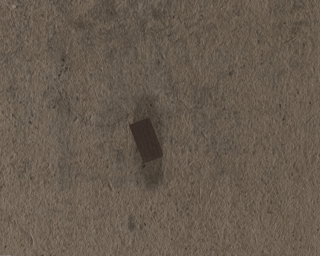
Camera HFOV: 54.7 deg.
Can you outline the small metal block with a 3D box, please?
[{"bbox_3d":[-0.017,0.015,0.397,0.025,0.050,0.050,-21,90,0],"label":"small metal block"}]
